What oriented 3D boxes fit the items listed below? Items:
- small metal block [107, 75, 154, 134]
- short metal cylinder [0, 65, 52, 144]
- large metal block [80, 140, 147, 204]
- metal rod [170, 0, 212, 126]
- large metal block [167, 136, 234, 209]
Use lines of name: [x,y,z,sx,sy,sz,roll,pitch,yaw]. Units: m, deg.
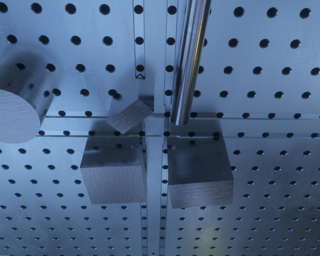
small metal block: [-0.034,-0.028,0.371,0.050,0.050,0.025,-34,122,25]
short metal cylinder: [-0.177,-0.027,0.370,0.081,0.050,0.079,0,130,0]
large metal block: [-0.063,0.065,0.450,0.080,0.050,0.079,-3,130,2]
metal rod: [0.038,-0.124,0.306,0.025,0.025,0.298,4,130,-4]
large metal block: [0.053,0.060,0.428,0.080,0.080,0.050,-5,130,4]
